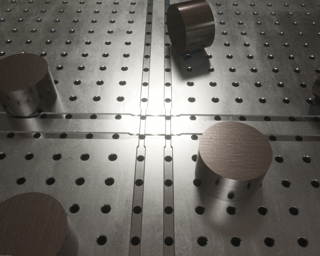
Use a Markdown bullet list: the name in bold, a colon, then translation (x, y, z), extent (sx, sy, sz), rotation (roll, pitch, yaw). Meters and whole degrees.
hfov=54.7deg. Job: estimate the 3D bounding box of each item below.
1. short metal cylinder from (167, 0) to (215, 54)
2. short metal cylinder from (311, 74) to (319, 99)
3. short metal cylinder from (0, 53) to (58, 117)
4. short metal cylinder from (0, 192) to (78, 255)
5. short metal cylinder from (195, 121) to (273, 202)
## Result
- **short metal cylinder**: translation (0.050, -0.168, 0.514), extent (0.050, 0.080, 0.080), rotation (-17, 52, -14)
- **short metal cylinder**: translation (0.260, -0.065, 0.430), extent (0.081, 0.080, 0.050), rotation (-31, 57, -23)
- **short metal cylinder**: translation (-0.193, -0.062, 0.441), extent (0.081, 0.050, 0.080), rotation (0, 50, 0)
- **short metal cylinder**: translation (-0.124, 0.110, 0.298), extent (0.081, 0.050, 0.080), rotation (0, 50, 0)
- **short metal cylinder**: translation (0.083, 0.038, 0.360), extent (0.081, 0.050, 0.080), rotation (0, 50, 0)
